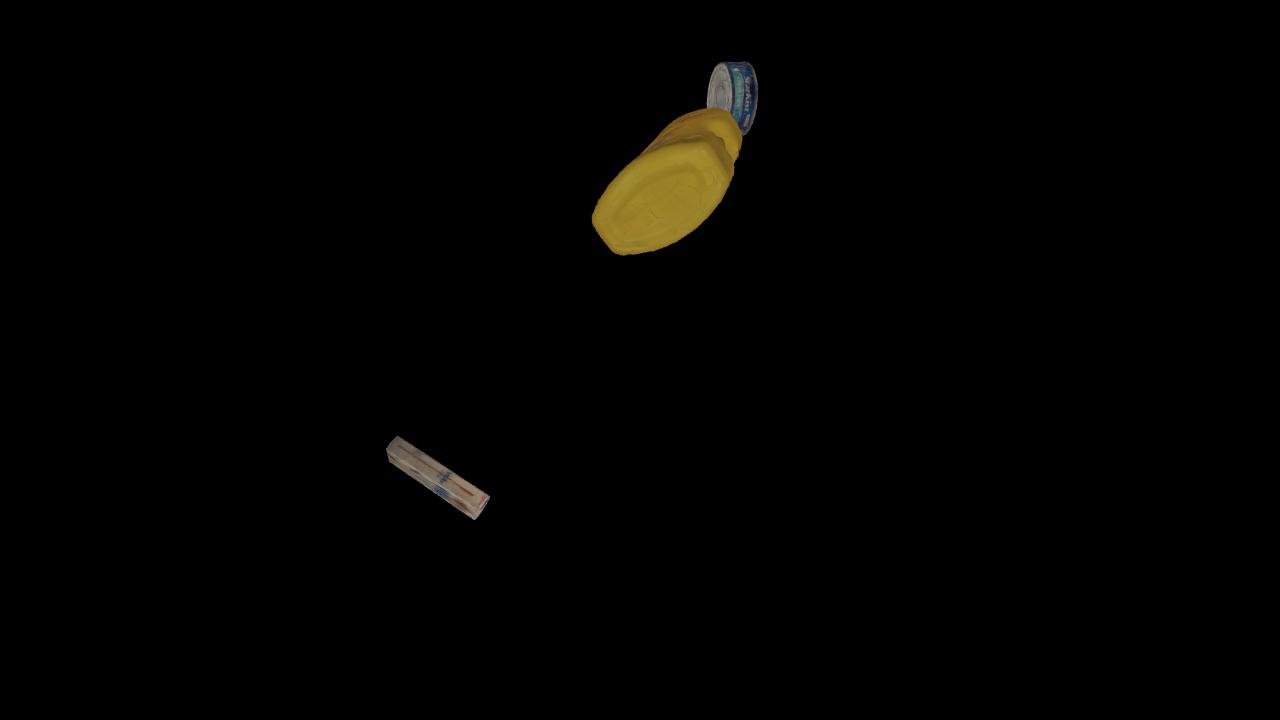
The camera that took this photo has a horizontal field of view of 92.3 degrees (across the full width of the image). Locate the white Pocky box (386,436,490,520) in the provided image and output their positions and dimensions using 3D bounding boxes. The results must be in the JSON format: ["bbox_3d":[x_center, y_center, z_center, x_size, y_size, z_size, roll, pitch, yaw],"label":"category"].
[{"bbox_3d":[-0.286,0.168,0.870,0.154,0.028,0.084,35,-29,-3],"label":"white Pocky box"}]

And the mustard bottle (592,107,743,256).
[{"bbox_3d":[0.029,-0.139,0.435,0.092,0.054,0.184,-34,18,29],"label":"mustard bottle"}]

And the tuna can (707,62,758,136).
[{"bbox_3d":[0.110,-0.317,0.748,0.034,0.084,0.084,-6,1,-14],"label":"tuna can"}]
